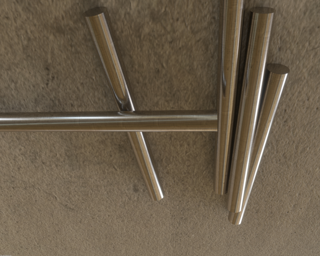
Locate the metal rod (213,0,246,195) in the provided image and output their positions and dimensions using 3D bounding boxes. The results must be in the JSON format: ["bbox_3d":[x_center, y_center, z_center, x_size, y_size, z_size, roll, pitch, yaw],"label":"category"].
[{"bbox_3d":[0.083,-0.017,0.393,0.025,0.025,0.298,-4,130,3],"label":"metal rod"}]

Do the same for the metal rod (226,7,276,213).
[{"bbox_3d":[0.109,0.003,0.396,0.025,0.025,0.298,-2,126,1],"label":"metal rod"}]

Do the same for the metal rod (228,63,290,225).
[{"bbox_3d":[0.133,0.046,0.448,0.025,0.025,0.298,0,130,-1],"label":"metal rod"}]

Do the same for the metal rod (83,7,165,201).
[{"bbox_3d":[-0.035,-0.005,0.402,0.025,0.025,0.298,-9,130,7],"label":"metal rod"}]

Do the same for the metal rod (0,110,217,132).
[{"bbox_3d":[-0.084,-0.008,0.372,0.301,0.025,0.025,0,131,10],"label":"metal rod"}]
